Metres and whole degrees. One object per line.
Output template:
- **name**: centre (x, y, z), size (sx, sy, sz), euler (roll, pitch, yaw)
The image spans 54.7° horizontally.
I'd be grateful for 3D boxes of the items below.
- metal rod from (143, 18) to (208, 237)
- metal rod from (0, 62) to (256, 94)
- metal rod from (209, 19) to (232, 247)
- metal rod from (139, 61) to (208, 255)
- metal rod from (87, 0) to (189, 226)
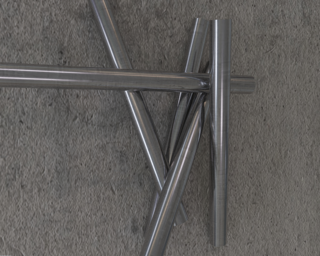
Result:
- **metal rod**: centre (0.024, -0.002, 0.417), size (0.025, 0.025, 0.299), euler (15, 85, -20)
- **metal rod**: centre (-0.021, -0.055, 0.361), size (0.303, 0.025, 0.025), euler (-1, 91, -21)
- **metal rod**: centre (0.075, 0.020, 0.393), size (0.025, 0.025, 0.298), euler (-10, 110, -20)
- **metal rod**: centre (0.028, 0.039, 0.375), size (0.025, 0.025, 0.300), euler (30, 64, -18)
- **metal rod**: centre (-0.028, -0.024, 0.383), size (0.025, 0.025, 0.299), euler (-21, 91, -19)
